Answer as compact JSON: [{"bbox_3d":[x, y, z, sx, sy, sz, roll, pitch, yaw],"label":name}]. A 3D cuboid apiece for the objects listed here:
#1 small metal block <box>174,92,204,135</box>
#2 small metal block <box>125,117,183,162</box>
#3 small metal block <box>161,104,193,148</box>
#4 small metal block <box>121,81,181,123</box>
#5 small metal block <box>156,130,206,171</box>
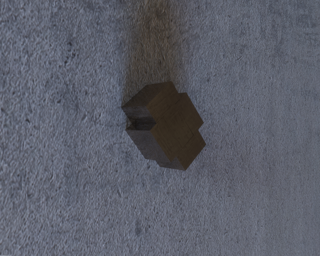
[{"bbox_3d":[0.022,-0.018,0.410,0.025,0.050,0.050,-49,119,-29],"label":"small metal block"},{"bbox_3d":[-0.008,0.014,0.384,0.025,0.050,0.050,-48,119,-30],"label":"small metal block"},{"bbox_3d":[0.007,-0.002,0.397,0.025,0.050,0.050,-48,119,-30],"label":"small metal block"},{"bbox_3d":[-0.011,-0.031,0.382,0.050,0.050,0.025,-47,119,-30],"label":"small metal block"},{"bbox_3d":[0.024,0.028,0.412,0.050,0.050,0.025,-47,119,-30],"label":"small metal block"}]
